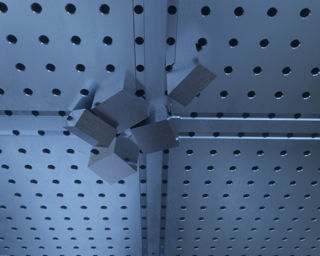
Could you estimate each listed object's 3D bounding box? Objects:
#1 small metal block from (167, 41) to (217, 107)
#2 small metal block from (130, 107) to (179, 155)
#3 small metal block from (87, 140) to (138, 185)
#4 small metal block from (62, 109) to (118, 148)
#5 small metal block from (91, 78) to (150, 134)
[{"bbox_3d":[0.034,-0.060,0.345,0.025,0.050,0.050,31,123,-24],"label":"small metal block"},{"bbox_3d":[-0.007,0.005,0.416,0.050,0.025,0.050,-15,129,12],"label":"small metal block"},{"bbox_3d":[-0.069,0.052,0.455,0.050,0.025,0.050,-29,125,22],"label":"small metal block"},{"bbox_3d":[-0.090,0.001,0.394,0.050,0.025,0.050,37,160,-28],"label":"small metal block"},{"bbox_3d":[-0.048,-0.026,0.389,0.050,0.025,0.050,-29,125,22],"label":"small metal block"}]
